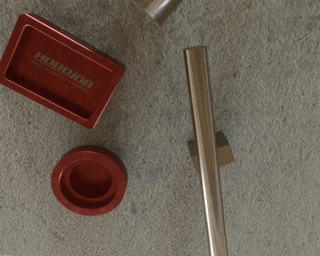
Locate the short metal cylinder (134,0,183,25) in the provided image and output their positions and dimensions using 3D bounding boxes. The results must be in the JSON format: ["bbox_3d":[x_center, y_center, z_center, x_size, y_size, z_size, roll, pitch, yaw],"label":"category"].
[{"bbox_3d":[-0.011,-0.155,0.323,0.080,0.080,0.050,41,105,-14],"label":"short metal cylinder"}]

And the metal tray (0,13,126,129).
[{"bbox_3d":[-0.120,-0.068,0.380,0.131,0.030,0.090,29,107,-11],"label":"metal tray"}]

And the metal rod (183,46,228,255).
[{"bbox_3d":[0.060,0.053,0.377,0.025,0.025,0.298,-9,110,3],"label":"metal rod"}]

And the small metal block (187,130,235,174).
[{"bbox_3d":[0.066,0.030,0.409,0.050,0.050,0.025,-19,109,6],"label":"small metal block"}]

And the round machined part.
[{"bbox_3d":[-0.093,0.068,0.424,0.099,0.042,0.097,0,110,-1],"label":"round machined part"}]
